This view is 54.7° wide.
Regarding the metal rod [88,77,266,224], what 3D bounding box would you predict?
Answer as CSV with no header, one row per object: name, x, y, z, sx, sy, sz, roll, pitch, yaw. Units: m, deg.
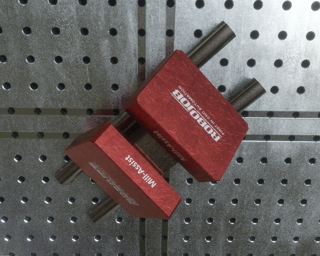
metal rod,0.015,0.038,0.428,0.300,0.025,0.025,-40,106,13

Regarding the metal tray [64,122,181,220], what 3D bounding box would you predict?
metal tray,-0.046,0.057,0.376,0.130,0.030,0.090,48,146,-16

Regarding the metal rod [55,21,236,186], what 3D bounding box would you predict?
metal rod,-0.028,-0.024,0.404,0.300,0.025,0.025,-41,106,13

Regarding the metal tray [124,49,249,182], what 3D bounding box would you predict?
metal tray,0.035,-0.012,0.351,0.130,0.030,0.090,45,60,-15

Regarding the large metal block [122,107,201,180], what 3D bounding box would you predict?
large metal block,0.001,0.011,0.388,0.080,0.080,0.050,-40,106,13
